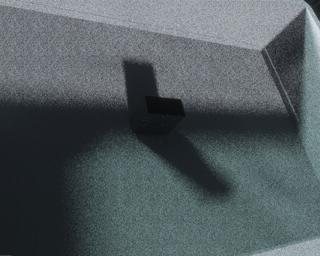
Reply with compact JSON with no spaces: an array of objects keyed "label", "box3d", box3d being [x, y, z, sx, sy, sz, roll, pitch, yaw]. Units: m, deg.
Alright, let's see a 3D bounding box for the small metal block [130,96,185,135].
[{"label":"small metal block","box3d":[-0.004,-0.015,0.393,0.050,0.050,0.025,3,60,-27]}]
